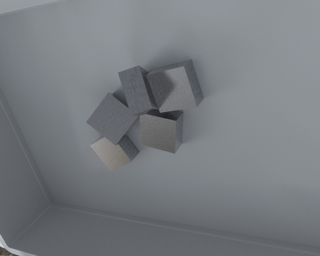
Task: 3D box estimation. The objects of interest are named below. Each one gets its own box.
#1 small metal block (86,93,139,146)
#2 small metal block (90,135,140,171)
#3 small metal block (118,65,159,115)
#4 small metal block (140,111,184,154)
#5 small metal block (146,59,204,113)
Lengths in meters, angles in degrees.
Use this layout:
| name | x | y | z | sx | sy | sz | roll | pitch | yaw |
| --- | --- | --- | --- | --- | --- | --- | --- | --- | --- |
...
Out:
| name | x | y | z | sx | sy | sz | roll | pitch | yaw |
| --- | --- | --- | --- | --- | --- | --- | --- | --- | --- |
| small metal block | -0.062 | -0.013 | 0.419 | 0.050 | 0.025 | 0.050 | 38 | 98 | 2 |
| small metal block | -0.067 | 0.031 | 0.464 | 0.050 | 0.025 | 0.050 | -27 | 104 | 37 |
| small metal block | -0.023 | -0.042 | 0.366 | 0.025 | 0.050 | 0.050 | -17 | 89 | 10 |
| small metal block | 0.002 | 0.001 | 0.408 | 0.050 | 0.025 | 0.050 | 14 | 124 | 20 |
| small metal block | 0.018 | -0.049 | 0.369 | 0.050 | 0.025 | 0.050 | -7 | 115 | 31 |
